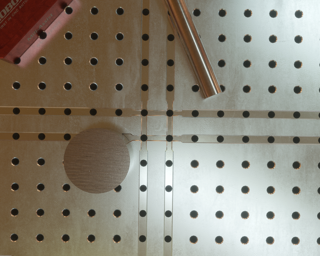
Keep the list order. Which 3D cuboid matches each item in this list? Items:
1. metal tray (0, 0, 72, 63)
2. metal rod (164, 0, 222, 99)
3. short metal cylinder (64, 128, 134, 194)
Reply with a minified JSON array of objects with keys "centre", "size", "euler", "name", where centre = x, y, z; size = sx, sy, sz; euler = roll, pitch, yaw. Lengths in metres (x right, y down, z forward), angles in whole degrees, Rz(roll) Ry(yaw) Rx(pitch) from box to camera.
[{"centre":[-0.192,-0.163,0.409],"size":[0.090,0.030,0.130],"euler":[42,90,0],"name":"metal tray"},{"centre":[0.015,-0.181,0.413],"size":[0.025,0.025,0.299],"euler":[-22,90,0],"name":"metal rod"},{"centre":[-0.076,0.040,0.400],"size":[0.081,0.050,0.080],"euler":[0,90,0],"name":"short metal cylinder"}]
